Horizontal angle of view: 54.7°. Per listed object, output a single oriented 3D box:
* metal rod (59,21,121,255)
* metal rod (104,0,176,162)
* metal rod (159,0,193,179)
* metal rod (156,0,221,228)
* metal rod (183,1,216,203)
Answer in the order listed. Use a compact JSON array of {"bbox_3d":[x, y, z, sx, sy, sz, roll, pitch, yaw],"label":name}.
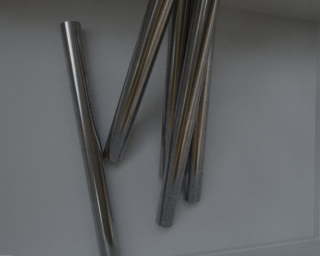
[{"bbox_3d":[-0.084,0.023,0.379,0.025,0.025,0.298,-10,94,-20],"label":"metal rod"},{"bbox_3d":[-0.012,-0.086,0.319,0.025,0.025,0.298,10,121,-20],"label":"metal rod"},{"bbox_3d":[0.019,-0.069,0.349,0.025,0.025,0.298,-7,119,-20],"label":"metal rod"},{"bbox_3d":[0.028,-0.009,0.354,0.025,0.025,0.298,-1,116,-20],"label":"metal rod"},{"bbox_3d":[0.047,-0.040,0.368,0.025,0.025,0.298,-8,116,-20],"label":"metal rod"}]
